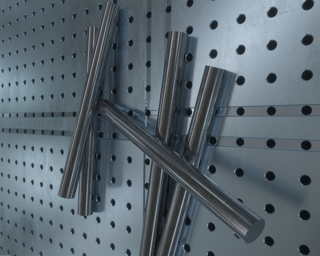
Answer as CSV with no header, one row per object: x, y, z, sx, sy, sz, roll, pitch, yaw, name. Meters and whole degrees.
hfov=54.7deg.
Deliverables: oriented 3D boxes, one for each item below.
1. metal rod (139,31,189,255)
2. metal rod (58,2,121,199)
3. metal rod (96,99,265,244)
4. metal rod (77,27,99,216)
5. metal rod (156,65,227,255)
0.004,0.028,0.404,0.025,0.025,0.298,13,98,39,metal rod
-0.108,-0.040,0.471,0.025,0.025,0.298,15,92,38,metal rod
-0.003,0.027,0.370,0.300,0.025,0.025,36,112,47,metal rod
-0.113,-0.009,0.499,0.025,0.025,0.298,6,94,39,metal rod
0.030,0.073,0.382,0.025,0.025,0.298,22,104,37,metal rod
